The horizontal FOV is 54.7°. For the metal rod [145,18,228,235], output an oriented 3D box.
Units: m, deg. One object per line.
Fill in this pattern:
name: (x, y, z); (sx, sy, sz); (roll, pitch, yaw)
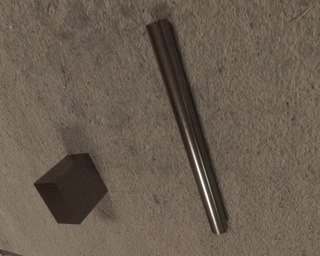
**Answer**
metal rod: (0.041, 0.015, 0.393); (0.025, 0.025, 0.298); (-5, 116, 30)

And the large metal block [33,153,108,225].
large metal block: (-0.141, 0.097, 0.504); (0.050, 0.080, 0.080); (-9, 114, 32)
